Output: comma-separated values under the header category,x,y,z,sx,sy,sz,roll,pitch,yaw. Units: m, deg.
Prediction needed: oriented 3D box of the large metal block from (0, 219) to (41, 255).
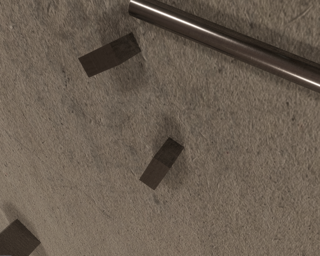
category,x,y,z,sx,sy,sz,roll,pitch,yaw
large metal block,-0.342,0.273,0.716,0.050,0.080,0.080,-35,99,38

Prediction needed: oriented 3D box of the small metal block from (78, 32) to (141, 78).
category,x,y,z,sx,sy,sz,roll,pitch,yaw
small metal block,-0.058,-0.087,0.366,0.050,0.050,0.025,-14,111,33

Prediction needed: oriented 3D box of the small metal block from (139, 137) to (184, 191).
category,x,y,z,sx,sy,sz,roll,pitch,yaw
small metal block,0.003,0.048,0.418,0.025,0.050,0.050,35,129,5

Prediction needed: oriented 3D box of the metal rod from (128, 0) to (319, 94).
category,x,y,z,sx,sy,sz,roll,pitch,yaw
metal rod,0.105,-0.070,0.307,0.301,0.025,0.025,26,127,11
